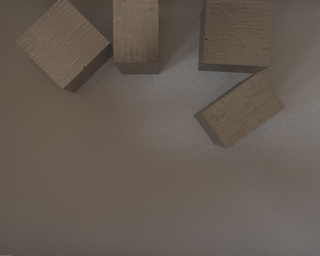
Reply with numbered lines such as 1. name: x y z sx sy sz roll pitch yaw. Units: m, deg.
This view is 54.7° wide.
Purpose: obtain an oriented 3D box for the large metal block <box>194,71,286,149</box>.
1. large metal block: 0.093 -0.020 0.385 0.080 0.080 0.050 -36 90 0

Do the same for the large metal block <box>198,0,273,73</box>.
1. large metal block: 0.094 -0.116 0.400 0.081 0.050 0.079 3 90 -1

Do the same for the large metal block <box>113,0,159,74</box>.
1. large metal block: -0.027 -0.113 0.384 0.050 0.080 0.079 0 90 0

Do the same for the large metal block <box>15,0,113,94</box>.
1. large metal block: -0.117 -0.103 0.397 0.080 0.050 0.080 -45 91 0
